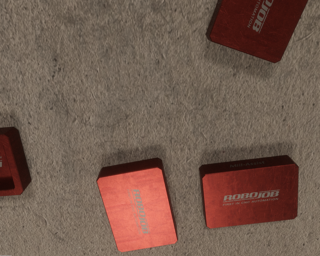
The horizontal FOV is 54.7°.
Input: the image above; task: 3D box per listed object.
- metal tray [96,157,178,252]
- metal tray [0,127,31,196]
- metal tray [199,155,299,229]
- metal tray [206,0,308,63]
[{"bbox_3d":[-0.030,0.113,0.448,0.090,0.030,0.129,-11,110,3],"label":"metal tray"},{"bbox_3d":[-0.254,0.050,0.421,0.131,0.030,0.089,-5,110,1],"label":"metal tray"},{"bbox_3d":[0.126,0.092,0.443,0.131,0.030,0.089,-7,110,2],"label":"metal tray"},{"bbox_3d":[0.118,-0.150,0.353,0.091,0.030,0.129,17,109,-7],"label":"metal tray"}]
